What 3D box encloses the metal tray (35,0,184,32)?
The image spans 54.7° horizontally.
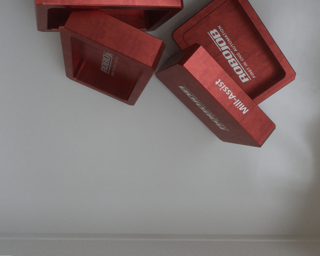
[{"bbox_3d":[-0.054,-0.121,0.306,0.131,0.090,0.030,-7,95,-20],"label":"metal tray"}]

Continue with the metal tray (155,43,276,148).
[{"bbox_3d":[0.061,-0.034,0.362,0.130,0.090,0.030,43,80,-14],"label":"metal tray"}]

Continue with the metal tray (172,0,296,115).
[{"bbox_3d":[0.087,-0.087,0.371,0.090,0.030,0.130,-36,102,12],"label":"metal tray"}]

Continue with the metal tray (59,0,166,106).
[{"bbox_3d":[-0.055,-0.070,0.331,0.090,0.130,0.030,23,75,-9],"label":"metal tray"}]
